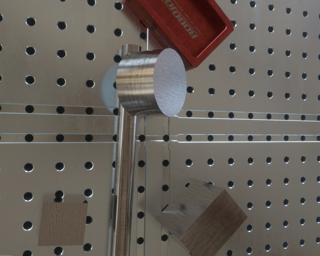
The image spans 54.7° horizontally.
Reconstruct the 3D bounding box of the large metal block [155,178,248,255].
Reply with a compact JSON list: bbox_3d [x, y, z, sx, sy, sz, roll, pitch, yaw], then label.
[{"bbox_3d":[0.051,0.118,0.404,0.080,0.080,0.050,-43,104,-15],"label":"large metal block"}]

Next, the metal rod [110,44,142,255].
[{"bbox_3d":[-0.045,0.044,0.397,0.025,0.025,0.298,4,89,-20],"label":"metal rod"}]

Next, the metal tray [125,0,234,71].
[{"bbox_3d":[0.029,-0.155,0.421,0.090,0.030,0.130,-47,105,-14],"label":"metal tray"}]

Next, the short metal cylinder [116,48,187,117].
[{"bbox_3d":[-0.008,-0.054,0.377,0.080,0.050,0.079,-7,98,-59],"label":"short metal cylinder"}]

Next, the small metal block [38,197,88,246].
[{"bbox_3d":[-0.116,0.111,0.370,0.050,0.025,0.050,7,88,-20],"label":"small metal block"}]
